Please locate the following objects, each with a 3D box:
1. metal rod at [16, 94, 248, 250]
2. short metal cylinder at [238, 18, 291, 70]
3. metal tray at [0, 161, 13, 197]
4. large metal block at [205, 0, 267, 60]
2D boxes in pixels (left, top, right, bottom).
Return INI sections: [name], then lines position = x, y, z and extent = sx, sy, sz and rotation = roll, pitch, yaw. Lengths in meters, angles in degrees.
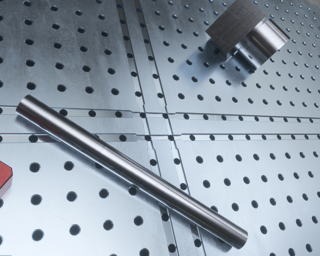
[metal rod]
position = -0.026, 0.055, 0.360
extent = 0.301, 0.025, 0.025
rotation = 33, 51, -7
[short metal cylinder]
position = 0.189, -0.152, 0.567
extent = 0.050, 0.080, 0.080
rotation = 47, 51, 3
[metal tray]
position = -0.203, 0.066, 0.256
extent = 0.090, 0.030, 0.130
rotation = 34, 51, -6
[large metal block]
position = 0.124, -0.165, 0.519
extent = 0.050, 0.080, 0.080
rotation = 47, 11, 4
